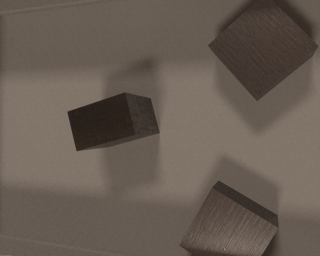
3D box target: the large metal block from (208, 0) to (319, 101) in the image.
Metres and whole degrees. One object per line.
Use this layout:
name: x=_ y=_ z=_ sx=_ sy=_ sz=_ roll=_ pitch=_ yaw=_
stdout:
large metal block: x=0.116 y=-0.089 z=0.356 sx=0.080 sy=0.050 sz=0.080 roll=-41 pitch=77 yaw=15

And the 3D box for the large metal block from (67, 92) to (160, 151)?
large metal block: x=-0.057 y=-0.006 z=0.400 sx=0.080 sy=0.080 sz=0.050 roll=-16 pitch=85 yaw=19

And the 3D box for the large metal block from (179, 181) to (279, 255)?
large metal block: x=0.082 y=0.121 z=0.368 sx=0.080 sy=0.050 sz=0.080 roll=30 pitch=100 yaw=17
